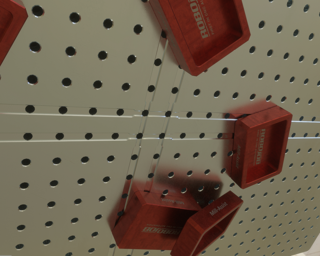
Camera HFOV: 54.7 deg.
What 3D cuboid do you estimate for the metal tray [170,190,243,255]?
[{"bbox_3d":[0.081,0.167,0.521,0.131,0.030,0.089,-16,135,-47],"label":"metal tray"}]

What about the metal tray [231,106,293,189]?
[{"bbox_3d":[0.170,0.035,0.524,0.091,0.030,0.129,-18,126,-19],"label":"metal tray"}]

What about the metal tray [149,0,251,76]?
[{"bbox_3d":[0.045,-0.135,0.350,0.090,0.030,0.130,-36,130,-5],"label":"metal tray"}]

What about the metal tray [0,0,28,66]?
[{"bbox_3d":[-0.189,-0.094,0.246,0.131,0.030,0.090,26,104,-38],"label":"metal tray"}]

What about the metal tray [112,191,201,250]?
[{"bbox_3d":[-0.001,0.155,0.505,0.131,0.030,0.090,18,109,-36],"label":"metal tray"}]
